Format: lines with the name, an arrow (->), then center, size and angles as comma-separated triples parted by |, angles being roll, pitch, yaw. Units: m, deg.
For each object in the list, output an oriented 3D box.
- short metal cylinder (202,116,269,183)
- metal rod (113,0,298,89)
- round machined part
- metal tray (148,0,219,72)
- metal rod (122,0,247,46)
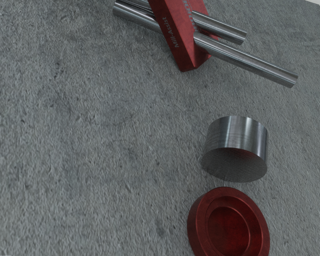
short metal cylinder -> 0.099, 0.029, 0.404 | 0.080, 0.080, 0.050 | 27, 53, -12
metal rod -> 0.070, -0.132, 0.484 | 0.301, 0.025, 0.025 | 23, 52, 0
round machined part -> 0.074, 0.121, 0.359 | 0.099, 0.042, 0.098 | 14, 56, -21
metal tray -> 0.041, -0.165, 0.486 | 0.090, 0.030, 0.130 | -44, 116, -39
metal rod -> -0.007, -0.191, 0.475 | 0.302, 0.025, 0.025 | 18, 55, -10
